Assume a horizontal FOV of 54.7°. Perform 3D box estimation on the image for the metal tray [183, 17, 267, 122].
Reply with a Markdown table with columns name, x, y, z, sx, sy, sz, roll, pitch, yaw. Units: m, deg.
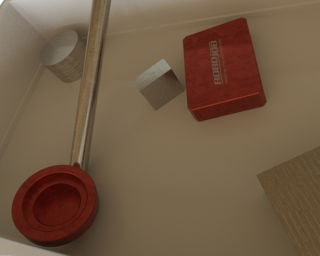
| name | x | y | z | sx | sy | sz | roll | pitch | yaw |
| --- | --- | --- | --- | --- | --- | --- | --- | --- | --- |
| metal tray | 0.080 | -0.079 | 0.408 | 0.090 | 0.030 | 0.130 | -14 | 56 | 20 |

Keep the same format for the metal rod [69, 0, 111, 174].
| name | x | y | z | sx | sy | sz | roll | pitch | yaw |
| --- | --- | --- | --- | --- | --- | --- | --- | --- | --- |
| metal rod | -0.093 | -0.081 | 0.426 | 0.025 | 0.025 | 0.298 | 8 | 90 | 31 |

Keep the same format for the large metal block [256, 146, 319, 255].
| name | x | y | z | sx | sy | sz | roll | pitch | yaw |
| --- | --- | --- | --- | --- | --- | --- | --- | --- | --- |
| large metal block | 0.145 | 0.067 | 0.273 | 0.080 | 0.050 | 0.080 | -28 | 52 | 10 |

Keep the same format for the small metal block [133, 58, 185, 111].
| name | x | y | z | sx | sy | sz | roll | pitch | yaw |
| --- | --- | --- | --- | --- | --- | --- | --- | --- | --- |
| small metal block | -0.001 | -0.058 | 0.424 | 0.050 | 0.050 | 0.025 | -35 | 52 | 5 |

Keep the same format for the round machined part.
| name | x | y | z | sx | sy | sz | roll | pitch | yaw |
| --- | --- | --- | --- | --- | --- | --- | --- | --- | --- |
| round machined part | -0.125 | 0.098 | 0.383 | 0.099 | 0.042 | 0.098 | 0 | 52 | 0 |

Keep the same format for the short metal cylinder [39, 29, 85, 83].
| name | x | y | z | sx | sy | sz | roll | pitch | yaw |
| --- | --- | --- | --- | --- | --- | --- | --- | --- | --- |
| short metal cylinder | -0.165 | -0.128 | 0.552 | 0.080 | 0.050 | 0.080 | -13 | 56 | 20 |
